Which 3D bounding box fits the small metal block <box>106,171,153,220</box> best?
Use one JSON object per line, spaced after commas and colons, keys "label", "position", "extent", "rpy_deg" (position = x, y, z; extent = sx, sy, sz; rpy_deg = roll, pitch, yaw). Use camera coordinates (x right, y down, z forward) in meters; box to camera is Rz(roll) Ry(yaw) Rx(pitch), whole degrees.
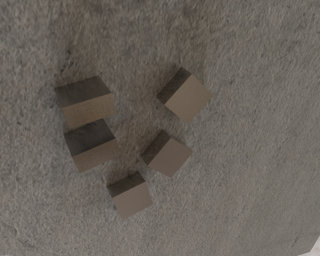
{"label": "small metal block", "position": [-0.042, 0.097, 0.445], "extent": [0.050, 0.025, 0.050], "rpy_deg": [-25, 128, -14]}

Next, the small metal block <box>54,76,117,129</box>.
{"label": "small metal block", "position": [-0.080, -0.029, 0.330], "extent": [0.050, 0.050, 0.025], "rpy_deg": [-20, 126, -17]}

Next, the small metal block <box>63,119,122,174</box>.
{"label": "small metal block", "position": [-0.079, 0.019, 0.360], "extent": [0.050, 0.050, 0.025], "rpy_deg": [-24, 127, -14]}

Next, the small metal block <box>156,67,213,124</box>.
{"label": "small metal block", "position": [0.032, -0.041, 0.401], "extent": [0.050, 0.025, 0.050], "rpy_deg": [-48, 129, 5]}

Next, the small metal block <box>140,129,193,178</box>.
{"label": "small metal block", "position": [0.010, 0.037, 0.437], "extent": [0.050, 0.025, 0.050], "rpy_deg": [34, 99, -39]}
